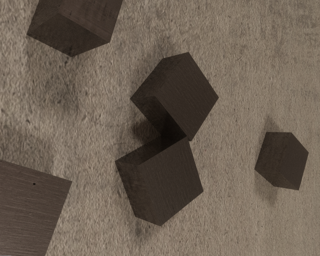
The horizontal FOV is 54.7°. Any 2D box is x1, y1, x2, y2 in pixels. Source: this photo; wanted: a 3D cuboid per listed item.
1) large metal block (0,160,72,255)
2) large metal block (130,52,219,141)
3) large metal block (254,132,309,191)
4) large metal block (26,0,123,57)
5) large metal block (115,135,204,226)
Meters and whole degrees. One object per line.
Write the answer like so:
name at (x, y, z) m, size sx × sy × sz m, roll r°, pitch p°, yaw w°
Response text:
large metal block at (-0.138, 0.072, 0.274) m, size 0.080 × 0.050 × 0.080 m, roll 28°, pitch 73°, yaw -37°
large metal block at (0.022, -0.039, 0.409) m, size 0.080 × 0.050 × 0.080 m, roll 50°, pitch 60°, yaw -29°
large metal block at (0.232, 0.062, 0.587) m, size 0.080 × 0.050 × 0.080 m, roll 38°, pitch 67°, yaw -34°
large metal block at (-0.080, -0.123, 0.303) m, size 0.050 × 0.080 × 0.080 m, roll 24°, pitch 75°, yaw -38°
large metal block at (0.001, 0.062, 0.392) m, size 0.081 × 0.050 × 0.080 m, roll -29°, pitch 108°, yaw -37°
